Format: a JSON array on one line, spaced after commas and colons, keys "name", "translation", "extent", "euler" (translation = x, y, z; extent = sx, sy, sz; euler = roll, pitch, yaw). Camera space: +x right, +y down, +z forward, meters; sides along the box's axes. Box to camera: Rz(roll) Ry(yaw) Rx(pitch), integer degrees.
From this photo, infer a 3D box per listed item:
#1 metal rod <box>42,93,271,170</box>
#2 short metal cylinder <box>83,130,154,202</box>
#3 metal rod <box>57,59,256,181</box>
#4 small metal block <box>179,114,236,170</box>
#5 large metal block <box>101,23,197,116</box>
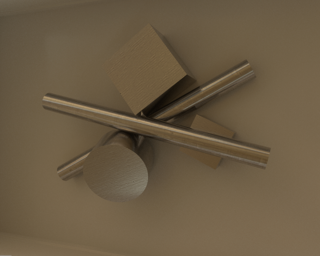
[{"name": "metal rod", "translation": [-0.019, -0.002, 0.388], "extent": [0.301, 0.025, 0.025], "euler": [15, 95, 19]}, {"name": "short metal cylinder", "translation": [-0.051, 0.047, 0.398], "extent": [0.080, 0.050, 0.079], "euler": [2, 112, 6]}, {"name": "metal rod", "translation": [-0.017, -0.002, 0.413], "extent": [0.300, 0.025, 0.025], "euler": [-29, 81, 17]}, {"name": "small metal block", "translation": [0.060, 0.016, 0.385], "extent": [0.050, 0.025, 0.050], "euler": [28, 99, 17]}, {"name": "large metal block", "translation": [-0.013, -0.071, 0.399], "extent": [0.080, 0.050, 0.080], "euler": [-37, 78, 16]}]
